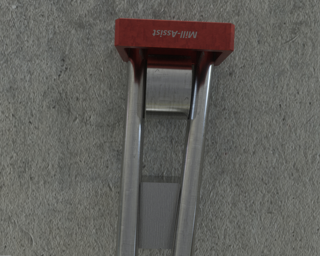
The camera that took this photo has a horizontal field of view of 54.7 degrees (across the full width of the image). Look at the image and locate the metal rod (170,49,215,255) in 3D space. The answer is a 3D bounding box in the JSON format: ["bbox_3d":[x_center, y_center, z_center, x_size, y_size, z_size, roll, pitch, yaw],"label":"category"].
[{"bbox_3d":[0.038,0.045,0.365,0.025,0.025,0.299,9,75,-1],"label":"metal rod"}]

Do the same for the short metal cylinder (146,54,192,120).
[{"bbox_3d":[0.010,-0.050,0.384,0.050,0.080,0.079,2,90,-1],"label":"short metal cylinder"}]

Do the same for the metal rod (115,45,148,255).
[{"bbox_3d":[-0.033,0.042,0.365,0.025,0.025,0.299,2,75,-1],"label":"metal rod"}]

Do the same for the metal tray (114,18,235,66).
[{"bbox_3d":[0.016,-0.102,0.378,0.131,0.090,0.030,2,90,-1],"label":"metal tray"}]

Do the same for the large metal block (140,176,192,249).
[{"bbox_3d":[0.002,0.105,0.397,0.081,0.050,0.079,2,90,-1],"label":"large metal block"}]
